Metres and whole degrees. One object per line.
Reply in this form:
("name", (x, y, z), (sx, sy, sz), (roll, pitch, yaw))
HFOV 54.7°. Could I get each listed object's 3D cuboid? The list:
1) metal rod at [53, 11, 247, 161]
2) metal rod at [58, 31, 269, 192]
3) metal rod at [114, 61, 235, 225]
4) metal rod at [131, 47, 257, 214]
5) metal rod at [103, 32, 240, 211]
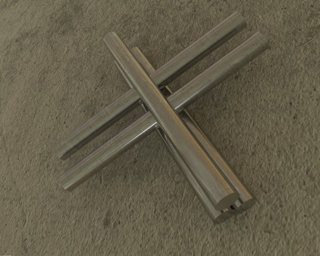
("metal rod", (-0.016, -0.054, 0.413), (0.300, 0.025, 0.025), (-36, 51, 3))
("metal rod", (0.002, -0.018, 0.382), (0.300, 0.025, 0.025), (-36, 51, 3))
("metal rod", (0.002, -0.008, 0.408), (0.025, 0.025, 0.300), (-36, 51, 4))
("metal rod", (0.023, -0.020, 0.404), (0.025, 0.025, 0.300), (-36, 51, 4))
("metal rod", (-0.006, -0.033, 0.363), (0.025, 0.025, 0.300), (-37, 51, 3))
